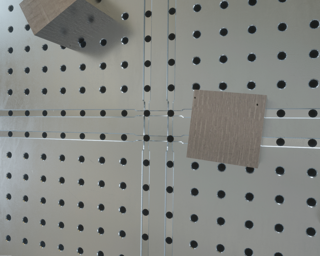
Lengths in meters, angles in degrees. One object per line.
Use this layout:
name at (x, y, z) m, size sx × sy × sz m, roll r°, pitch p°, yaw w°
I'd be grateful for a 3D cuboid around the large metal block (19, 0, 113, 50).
large metal block at (-0.127, -0.161, 0.429) m, size 0.080 × 0.080 × 0.050 m, roll -31°, pitch 80°, yaw 17°

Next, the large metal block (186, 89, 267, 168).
large metal block at (0.081, -0.001, 0.371) m, size 0.080 × 0.050 × 0.080 m, roll 7°, pitch 93°, yaw 20°
